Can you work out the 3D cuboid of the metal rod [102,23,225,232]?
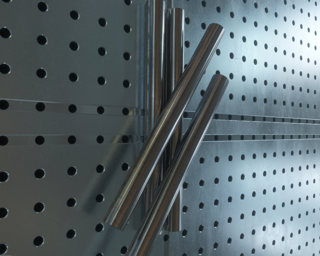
[{"bbox_3d":[0.015,-0.017,0.389,0.025,0.025,0.300,42,65,-32],"label":"metal rod"}]

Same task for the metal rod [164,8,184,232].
[{"bbox_3d":[0.019,-0.011,0.425,0.025,0.025,0.298,1,89,-40],"label":"metal rod"}]

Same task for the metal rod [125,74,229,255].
[{"bbox_3d":[0.023,0.053,0.394,0.025,0.025,0.300,42,65,-32],"label":"metal rod"}]

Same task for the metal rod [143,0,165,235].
[{"bbox_3d":[-0.008,-0.014,0.402,0.025,0.025,0.298,1,89,-40],"label":"metal rod"}]
